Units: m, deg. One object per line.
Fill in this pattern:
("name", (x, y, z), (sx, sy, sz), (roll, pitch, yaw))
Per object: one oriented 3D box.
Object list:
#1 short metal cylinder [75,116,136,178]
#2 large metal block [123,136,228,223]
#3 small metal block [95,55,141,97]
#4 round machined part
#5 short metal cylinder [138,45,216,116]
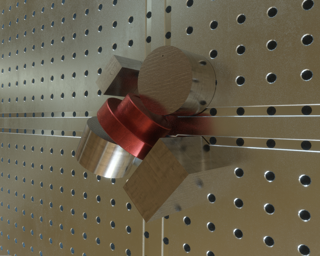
("short metal cylinder", (-0.070, 0.025, 0.428), (0.080, 0.081, 0.050), (38, 113, 33))
("large metal block", (0.018, 0.056, 0.357), (0.050, 0.081, 0.080), (51, 120, 27))
("small metal block", (-0.053, -0.071, 0.434), (0.050, 0.050, 0.025), (-49, 61, 28))
("round machined part", (-0.024, -0.006, 0.380), (0.042, 0.098, 0.098), (-49, 61, 14))
("short metal cylinder", (0.020, -0.055, 0.375), (0.080, 0.050, 0.079), (0, 90, 39))
